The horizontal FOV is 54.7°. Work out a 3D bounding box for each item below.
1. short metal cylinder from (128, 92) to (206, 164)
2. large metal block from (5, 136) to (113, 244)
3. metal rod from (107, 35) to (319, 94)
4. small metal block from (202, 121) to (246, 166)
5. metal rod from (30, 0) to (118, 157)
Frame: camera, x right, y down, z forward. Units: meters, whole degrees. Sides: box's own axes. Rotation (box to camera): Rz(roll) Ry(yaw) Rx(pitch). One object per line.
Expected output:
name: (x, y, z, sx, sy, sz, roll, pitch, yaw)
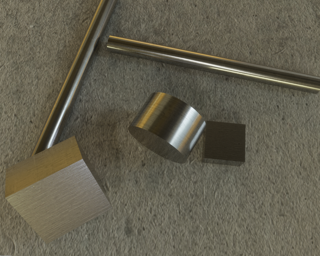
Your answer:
short metal cylinder: (0.009, 0.001, 0.379, 0.080, 0.080, 0.050, 29, 73, 10)
large metal block: (-0.111, 0.068, 0.345, 0.080, 0.080, 0.050, -27, 35, -10)
metal rod: (0.074, -0.091, 0.442, 0.302, 0.025, 0.025, 12, 71, 4)
small metal block: (0.082, 0.020, 0.402, 0.050, 0.025, 0.050, 6, 70, 2)
metal rod: (-0.113, -0.087, 0.438, 0.025, 0.025, 0.299, 15, 70, 5)
